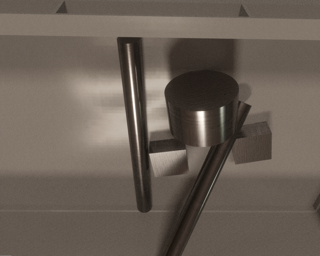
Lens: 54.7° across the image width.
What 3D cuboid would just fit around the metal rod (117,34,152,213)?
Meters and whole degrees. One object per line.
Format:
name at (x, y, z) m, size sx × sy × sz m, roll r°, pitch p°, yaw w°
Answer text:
metal rod at (-0.029, 0.019, 0.424) m, size 0.025 × 0.025 × 0.298 m, roll -1°, pitch 130°, yaw 1°

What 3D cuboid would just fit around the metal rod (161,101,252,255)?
metal rod at (0.047, 0.103, 0.415) m, size 0.025 × 0.025 × 0.298 m, roll 19°, pitch 102°, yaw -16°

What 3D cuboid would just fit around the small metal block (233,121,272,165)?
small metal block at (0.126, 0.021, 0.429) m, size 0.050 × 0.025 × 0.050 m, roll -10°, pitch 130°, yaw 8°

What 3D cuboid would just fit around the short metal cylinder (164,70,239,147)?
short metal cylinder at (0.048, -0.024, 0.354) m, size 0.080 × 0.080 × 0.050 m, roll -6°, pitch 130°, yaw 4°

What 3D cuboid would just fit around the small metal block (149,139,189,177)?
small metal block at (0.014, 0.043, 0.446) m, size 0.050 × 0.025 × 0.050 m, roll -7°, pitch 130°, yaw 5°
